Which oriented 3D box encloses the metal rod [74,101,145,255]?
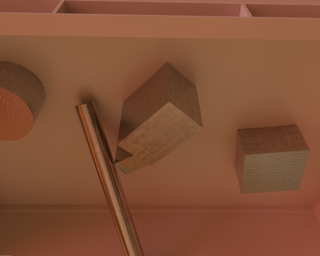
[{"bbox_3d":[-0.054,0.110,0.415,0.025,0.025,0.298,-14,102,11],"label":"metal rod"}]

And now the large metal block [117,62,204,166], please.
[{"bbox_3d":[-0.001,-0.016,0.359,0.050,0.080,0.080,36,121,-27],"label":"large metal block"}]

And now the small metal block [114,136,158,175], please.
[{"bbox_3d":[-0.031,0.028,0.416,0.050,0.050,0.025,-24,126,19],"label":"small metal block"}]

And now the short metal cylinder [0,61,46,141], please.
[{"bbox_3d":[-0.183,-0.031,0.364,0.081,0.050,0.079,0,130,0],"label":"short metal cylinder"}]

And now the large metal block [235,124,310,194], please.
[{"bbox_3d":[0.152,0.045,0.433,0.080,0.050,0.080,-5,130,4],"label":"large metal block"}]
